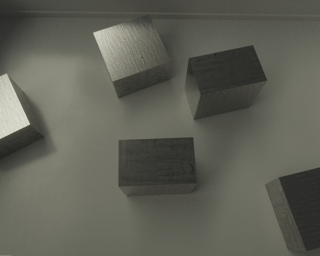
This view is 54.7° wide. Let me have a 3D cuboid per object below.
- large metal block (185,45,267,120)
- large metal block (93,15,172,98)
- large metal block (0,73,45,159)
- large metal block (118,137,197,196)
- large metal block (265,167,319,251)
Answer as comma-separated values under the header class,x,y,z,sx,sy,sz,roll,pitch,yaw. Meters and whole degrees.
class,x,y,z,sx,sy,sz,roll,pitch,yaw
large metal block,0.080,-0.056,0.401,0.081,0.080,0.050,-13,71,-5
large metal block,-0.037,-0.099,0.432,0.080,0.050,0.080,-21,72,-8
large metal block,-0.210,-0.010,0.398,0.080,0.050,0.080,-28,73,-10
large metal block,-0.003,0.048,0.363,0.081,0.080,0.050,-2,70,-1
large metal block,0.183,0.092,0.364,0.081,0.050,0.080,-13,71,-5
